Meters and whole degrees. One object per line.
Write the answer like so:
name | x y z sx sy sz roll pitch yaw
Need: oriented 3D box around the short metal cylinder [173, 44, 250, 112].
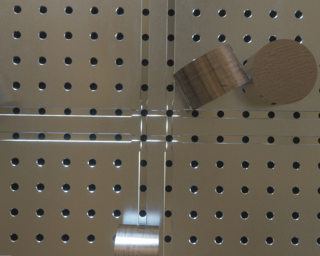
short metal cylinder | 0.063 -0.062 0.386 0.080 0.080 0.050 -29 90 0

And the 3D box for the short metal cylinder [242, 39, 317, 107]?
short metal cylinder | 0.152 -0.069 0.402 0.081 0.050 0.079 0 90 0

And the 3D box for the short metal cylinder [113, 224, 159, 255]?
short metal cylinder | -0.028 0.162 0.386 0.050 0.080 0.080 3 90 0
